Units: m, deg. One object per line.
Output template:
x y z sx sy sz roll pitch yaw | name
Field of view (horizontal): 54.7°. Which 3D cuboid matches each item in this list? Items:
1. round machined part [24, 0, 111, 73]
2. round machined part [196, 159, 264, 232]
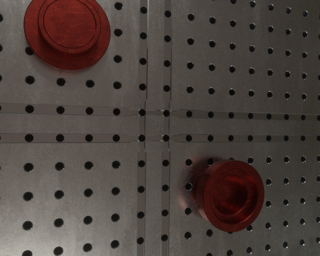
-0.107 -0.117 0.364 0.099 0.042 0.097 0 90 -20 | round machined part
0.095 0.093 0.440 0.099 0.042 0.097 0 90 -21 | round machined part
